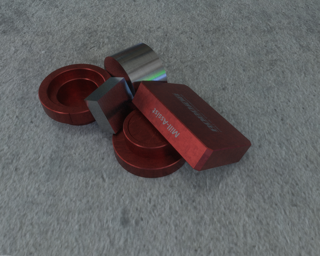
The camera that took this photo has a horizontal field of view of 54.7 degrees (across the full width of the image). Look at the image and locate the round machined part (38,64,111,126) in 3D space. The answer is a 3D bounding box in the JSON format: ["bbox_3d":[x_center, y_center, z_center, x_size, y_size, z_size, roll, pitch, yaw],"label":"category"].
[{"bbox_3d":[-0.111,-0.041,0.427,0.099,0.042,0.098,0,50,0],"label":"round machined part"}]

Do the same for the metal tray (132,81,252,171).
[{"bbox_3d":[0.037,-0.008,0.380,0.091,0.030,0.130,-4,41,-46],"label":"metal tray"}]

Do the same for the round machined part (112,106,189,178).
[{"bbox_3d":[-0.010,0.010,0.385,0.099,0.042,0.098,0,50,0],"label":"round machined part"}]

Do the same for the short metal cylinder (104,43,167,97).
[{"bbox_3d":[-0.034,-0.071,0.429,0.050,0.080,0.080,-31,57,-23],"label":"short metal cylinder"}]

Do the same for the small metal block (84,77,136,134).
[{"bbox_3d":[-0.059,-0.029,0.389,0.025,0.050,0.050,9,45,39],"label":"small metal block"}]
